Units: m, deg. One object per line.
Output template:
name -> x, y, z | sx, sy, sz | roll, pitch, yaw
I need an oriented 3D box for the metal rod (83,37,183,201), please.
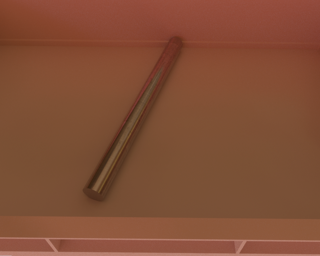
metal rod -> -0.024, -0.035, 0.433 | 0.025, 0.025, 0.301 | 16, 52, 12
